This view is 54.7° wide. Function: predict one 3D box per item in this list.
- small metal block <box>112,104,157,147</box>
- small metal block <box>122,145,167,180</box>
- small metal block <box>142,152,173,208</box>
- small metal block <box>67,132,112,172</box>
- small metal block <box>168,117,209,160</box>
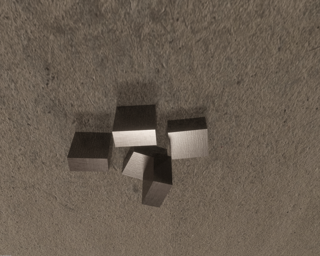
[{"bbox_3d":[-0.030,-0.004,0.387,0.050,0.050,0.025,-3,130,2],"label":"small metal block"},{"bbox_3d":[-0.022,0.049,0.449,0.050,0.025,0.050,18,128,-16],"label":"small metal block"},{"bbox_3d":[-0.004,0.070,0.418,0.025,0.050,0.050,15,128,-13],"label":"small metal block"},{"bbox_3d":[-0.092,0.031,0.416,0.050,0.050,0.025,2,130,-2],"label":"small metal block"},{"bbox_3d":[0.038,0.014,0.420,0.050,0.025,0.050,-6,130,4],"label":"small metal block"}]
